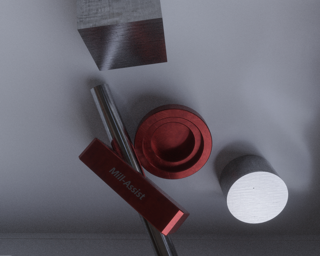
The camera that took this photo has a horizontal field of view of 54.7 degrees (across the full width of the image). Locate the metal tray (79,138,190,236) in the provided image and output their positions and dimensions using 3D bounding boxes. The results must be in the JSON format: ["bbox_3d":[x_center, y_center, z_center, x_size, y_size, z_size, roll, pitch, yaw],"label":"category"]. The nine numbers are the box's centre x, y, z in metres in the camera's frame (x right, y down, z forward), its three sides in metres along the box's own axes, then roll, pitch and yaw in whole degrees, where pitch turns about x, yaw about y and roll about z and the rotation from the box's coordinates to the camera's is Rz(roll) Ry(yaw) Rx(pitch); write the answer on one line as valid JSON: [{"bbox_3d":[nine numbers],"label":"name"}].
[{"bbox_3d":[-0.027,0.070,0.369,0.130,0.090,0.030,38,83,18],"label":"metal tray"}]

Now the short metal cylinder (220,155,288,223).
[{"bbox_3d":[0.128,0.084,0.431,0.081,0.050,0.079,0,110,-1],"label":"short metal cylinder"}]

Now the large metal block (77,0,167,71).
[{"bbox_3d":[-0.037,-0.108,0.334,0.080,0.080,0.050,-7,71,2],"label":"large metal block"}]

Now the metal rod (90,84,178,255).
[{"bbox_3d":[-0.020,0.086,0.378,0.025,0.025,0.299,-24,84,8],"label":"metal rod"}]

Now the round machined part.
[{"bbox_3d":[0.016,0.015,0.408,0.099,0.042,0.097,0,110,-1],"label":"round machined part"}]
